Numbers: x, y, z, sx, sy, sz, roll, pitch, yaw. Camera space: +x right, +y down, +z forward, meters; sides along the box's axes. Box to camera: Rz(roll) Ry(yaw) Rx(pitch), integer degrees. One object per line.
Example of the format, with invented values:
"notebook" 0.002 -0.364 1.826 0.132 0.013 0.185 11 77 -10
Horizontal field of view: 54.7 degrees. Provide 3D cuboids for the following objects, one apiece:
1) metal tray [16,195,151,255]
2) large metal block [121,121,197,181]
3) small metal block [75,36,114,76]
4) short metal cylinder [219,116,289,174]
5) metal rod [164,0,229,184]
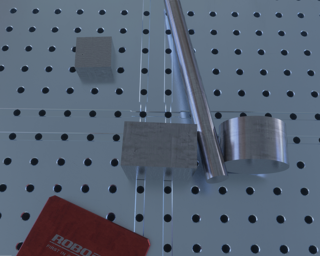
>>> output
"metal tray" -0.087 0.145 0.355 0.130 0.030 0.090 23 71 7
"large metal block" 0.000 0.031 0.371 0.081 0.080 0.050 2 70 0
"small metal block" -0.094 -0.104 0.448 0.050 0.025 0.050 -2 70 -1
"short metal cylinder" 0.112 0.023 0.375 0.081 0.080 0.050 4 70 1
"metal rod" 0.041 -0.072 0.413 0.025 0.025 0.299 -8 61 -3
